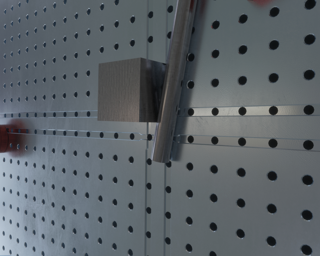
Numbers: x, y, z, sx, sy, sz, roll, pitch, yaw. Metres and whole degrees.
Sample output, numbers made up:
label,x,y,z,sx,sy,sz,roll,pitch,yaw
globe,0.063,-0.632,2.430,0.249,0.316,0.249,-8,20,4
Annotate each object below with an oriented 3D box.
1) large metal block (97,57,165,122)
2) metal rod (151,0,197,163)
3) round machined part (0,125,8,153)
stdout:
label,x,y,z,sx,sy,sz,roll,pitch,yaw
large metal block,-0.039,-0.049,0.426,0.080,0.050,0.079,3,92,40
metal rod,0.024,-0.103,0.389,0.025,0.025,0.298,16,100,39
round machined part,-0.390,0.026,0.720,0.098,0.042,0.097,0,90,40
